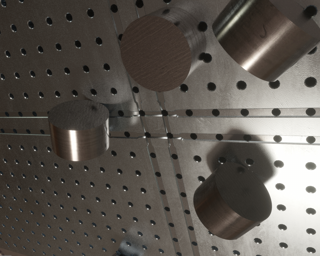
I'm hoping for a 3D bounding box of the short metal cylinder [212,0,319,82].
[{"bbox_3d":[0.094,-0.087,0.272,0.080,0.080,0.050,42,129,-1],"label":"short metal cylinder"}]

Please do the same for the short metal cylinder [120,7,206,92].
[{"bbox_3d":[0.004,-0.086,0.338,0.080,0.050,0.079,13,124,20],"label":"short metal cylinder"}]

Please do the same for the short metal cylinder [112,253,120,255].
[{"bbox_3d":[-0.085,0.293,0.600,0.050,0.080,0.079,24,127,13],"label":"short metal cylinder"}]

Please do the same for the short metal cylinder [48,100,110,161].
[{"bbox_3d":[-0.112,0.002,0.433,0.080,0.080,0.050,18,125,17],"label":"short metal cylinder"}]

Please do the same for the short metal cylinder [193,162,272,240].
[{"bbox_3d":[0.089,0.090,0.384,0.080,0.080,0.050,37,129,3],"label":"short metal cylinder"}]
